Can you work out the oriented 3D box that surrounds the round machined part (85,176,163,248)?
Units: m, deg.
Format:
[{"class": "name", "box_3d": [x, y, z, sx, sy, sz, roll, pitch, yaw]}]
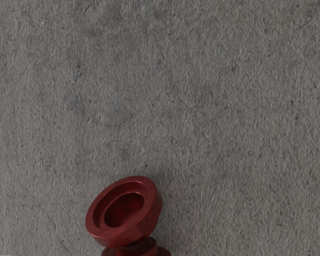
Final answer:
[{"class": "round machined part", "box_3d": [-0.041, 0.110, 0.395, 0.098, 0.098, 0.042, -17, 120, 19]}]

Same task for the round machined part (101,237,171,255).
[{"class": "round machined part", "box_3d": [-0.034, 0.166, 0.380, 0.098, 0.098, 0.042, -9, 93, 20]}]
